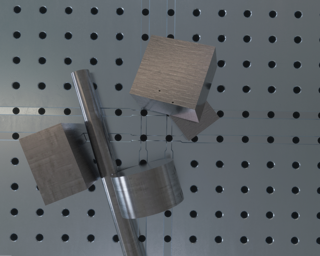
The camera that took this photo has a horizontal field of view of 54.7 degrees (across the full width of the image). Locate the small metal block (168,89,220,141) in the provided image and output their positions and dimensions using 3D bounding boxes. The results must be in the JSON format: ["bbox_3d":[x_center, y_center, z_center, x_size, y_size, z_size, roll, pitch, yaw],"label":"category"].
[{"bbox_3d":[0.043,-0.018,0.414,0.050,0.025,0.050,-37,90,0],"label":"small metal block"}]

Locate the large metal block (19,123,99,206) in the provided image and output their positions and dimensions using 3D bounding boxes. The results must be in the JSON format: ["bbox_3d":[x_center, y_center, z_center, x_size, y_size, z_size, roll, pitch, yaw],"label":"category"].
[{"bbox_3d":[-0.119,0.040,0.385,0.050,0.080,0.080,-22,90,0],"label":"large metal block"}]

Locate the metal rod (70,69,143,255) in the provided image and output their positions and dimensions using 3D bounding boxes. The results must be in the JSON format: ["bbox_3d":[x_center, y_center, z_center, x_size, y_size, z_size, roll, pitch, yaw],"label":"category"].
[{"bbox_3d":[-0.065,0.069,0.412,0.025,0.025,0.298,-16,90,0],"label":"metal rod"}]

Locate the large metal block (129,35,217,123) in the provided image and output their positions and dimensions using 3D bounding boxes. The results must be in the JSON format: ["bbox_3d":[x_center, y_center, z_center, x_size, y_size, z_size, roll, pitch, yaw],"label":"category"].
[{"bbox_3d":[0.019,-0.060,0.383,0.080,0.050,0.080,16,78,16],"label":"large metal block"}]

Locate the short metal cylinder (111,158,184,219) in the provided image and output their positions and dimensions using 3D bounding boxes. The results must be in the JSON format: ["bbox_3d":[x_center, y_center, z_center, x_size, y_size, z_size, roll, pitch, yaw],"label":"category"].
[{"bbox_3d":[-0.015,0.073,0.386,0.080,0.080,0.050,-15,90,0],"label":"short metal cylinder"}]
